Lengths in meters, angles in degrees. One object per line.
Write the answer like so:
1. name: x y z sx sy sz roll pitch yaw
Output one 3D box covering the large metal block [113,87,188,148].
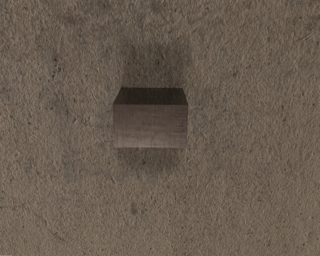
1. large metal block: -0.010 -0.015 0.375 0.081 0.080 0.050 0 110 -1
